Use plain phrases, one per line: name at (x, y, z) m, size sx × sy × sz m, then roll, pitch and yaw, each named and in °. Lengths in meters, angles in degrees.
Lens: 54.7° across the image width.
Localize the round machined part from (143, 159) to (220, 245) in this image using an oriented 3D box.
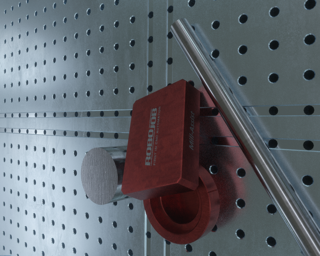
round machined part at (0.029, 0.085, 0.374) m, size 0.098 × 0.042 × 0.097 m, roll 0°, pitch 90°, yaw 40°

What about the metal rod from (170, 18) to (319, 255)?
metal rod at (0.087, -0.003, 0.337) m, size 0.025 × 0.025 × 0.299 m, roll -40°, pitch 66°, yaw 32°

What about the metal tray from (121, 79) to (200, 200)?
metal tray at (0.002, 0.014, 0.371) m, size 0.090 × 0.030 × 0.130 m, roll -20°, pitch 53°, yaw 38°

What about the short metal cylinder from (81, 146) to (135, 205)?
short metal cylinder at (-0.070, 0.067, 0.451) m, size 0.080 × 0.050 × 0.080 m, roll 0°, pitch 90°, yaw 40°
